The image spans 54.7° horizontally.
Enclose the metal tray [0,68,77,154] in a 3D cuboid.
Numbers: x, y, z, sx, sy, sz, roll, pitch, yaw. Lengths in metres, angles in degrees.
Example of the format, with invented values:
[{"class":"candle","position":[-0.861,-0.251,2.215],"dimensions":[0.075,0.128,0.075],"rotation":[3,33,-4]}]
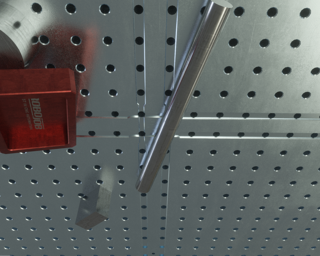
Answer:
[{"class":"metal tray","position":[-0.143,-0.014,0.350],"dimensions":[0.091,0.030,0.129],"rotation":[-5,153,-18]}]

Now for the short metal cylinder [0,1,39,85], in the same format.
[{"class":"short metal cylinder","position":[-0.174,-0.084,0.321],"dimensions":[0.081,0.050,0.079],"rotation":[0,130,0]}]

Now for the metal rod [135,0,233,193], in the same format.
[{"class":"metal rod","position":[0.017,-0.016,0.398],"dimensions":[0.025,0.025,0.298],"rotation":[13,129,-11]}]

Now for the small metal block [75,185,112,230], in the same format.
[{"class":"small metal block","position":[-0.108,0.130,0.505],"dimensions":[0.050,0.050,0.025],"rotation":[-35,122,26]}]
